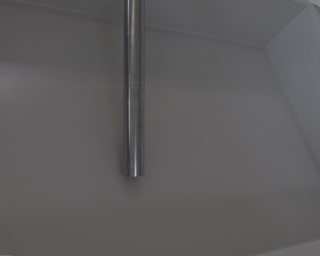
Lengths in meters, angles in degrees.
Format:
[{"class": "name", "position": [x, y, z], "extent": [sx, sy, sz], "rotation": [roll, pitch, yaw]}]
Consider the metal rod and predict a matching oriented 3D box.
[{"class": "metal rod", "position": [-0.030, -0.094, 0.366], "extent": [0.025, 0.025, 0.298], "rotation": [2, 87, -28]}]
